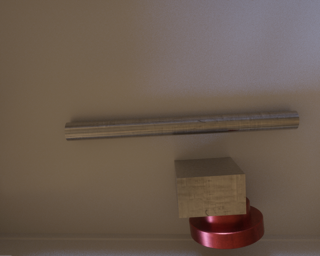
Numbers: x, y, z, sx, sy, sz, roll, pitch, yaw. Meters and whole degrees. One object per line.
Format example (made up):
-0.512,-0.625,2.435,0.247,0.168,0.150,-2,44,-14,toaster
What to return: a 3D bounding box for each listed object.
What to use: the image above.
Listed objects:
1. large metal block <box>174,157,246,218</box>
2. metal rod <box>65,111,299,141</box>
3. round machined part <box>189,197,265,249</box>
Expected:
0.062,0.075,0.406,0.081,0.080,0.050,-4,99,1,large metal block
0.028,-0.003,0.410,0.302,0.025,0.025,-3,110,0,metal rod
0.088,0.119,0.419,0.099,0.098,0.042,-7,97,2,round machined part
